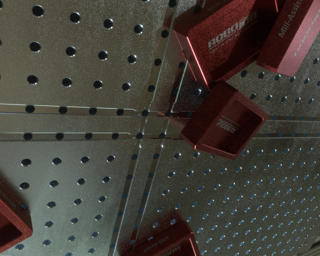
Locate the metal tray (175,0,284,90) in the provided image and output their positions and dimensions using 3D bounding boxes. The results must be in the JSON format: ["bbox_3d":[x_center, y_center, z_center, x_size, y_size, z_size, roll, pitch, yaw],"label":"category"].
[{"bbox_3d":[0.093,-0.119,0.386,0.130,0.030,0.090,-35,129,-5],"label":"metal tray"}]

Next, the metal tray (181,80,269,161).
[{"bbox_3d":[0.096,-0.005,0.437,0.131,0.030,0.090,20,109,-52],"label":"metal tray"}]

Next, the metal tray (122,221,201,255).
[{"bbox_3d":[0.005,0.233,0.556,0.131,0.030,0.090,-26,128,-12],"label":"metal tray"}]

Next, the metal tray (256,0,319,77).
[{"bbox_3d":[0.183,-0.134,0.406,0.091,0.030,0.129,-6,124,-53],"label":"metal tray"}]

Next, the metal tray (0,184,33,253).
[{"bbox_3d":[-0.219,0.099,0.349,0.090,0.030,0.129,-29,129,-10],"label":"metal tray"}]
